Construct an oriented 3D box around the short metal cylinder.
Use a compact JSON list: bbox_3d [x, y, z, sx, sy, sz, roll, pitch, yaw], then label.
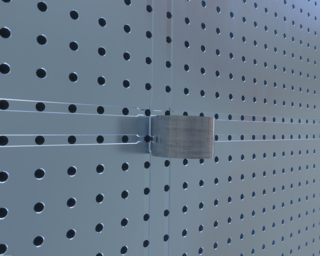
[{"bbox_3d":[0.030,0.011,0.397,0.081,0.080,0.050,3,89,-40],"label":"short metal cylinder"}]
